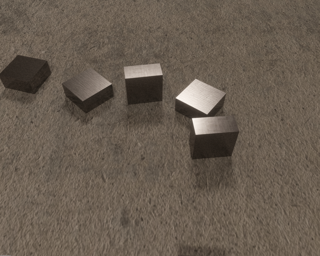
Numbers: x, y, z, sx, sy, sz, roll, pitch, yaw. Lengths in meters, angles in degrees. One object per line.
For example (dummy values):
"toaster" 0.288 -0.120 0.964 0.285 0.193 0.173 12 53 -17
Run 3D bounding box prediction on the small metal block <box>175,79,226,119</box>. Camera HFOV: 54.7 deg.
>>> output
"small metal block" 0.057 -0.037 0.435 0.050 0.025 0.050 30 56 22

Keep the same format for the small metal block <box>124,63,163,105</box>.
"small metal block" -0.023 -0.062 0.439 0.050 0.050 0.025 -7 51 -6

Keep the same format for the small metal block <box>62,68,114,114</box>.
"small metal block" -0.104 -0.055 0.448 0.050 0.025 0.050 -37 59 -27

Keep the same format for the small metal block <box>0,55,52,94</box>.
"small metal block" -0.203 -0.082 0.469 0.050 0.025 0.050 13 51 10

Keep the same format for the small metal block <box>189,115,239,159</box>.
"small metal block" 0.064 0.012 0.378 0.050 0.050 0.025 -4 50 -4
